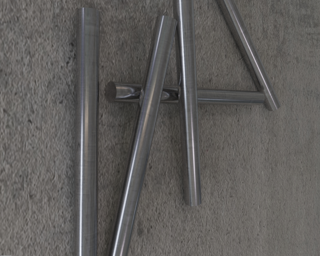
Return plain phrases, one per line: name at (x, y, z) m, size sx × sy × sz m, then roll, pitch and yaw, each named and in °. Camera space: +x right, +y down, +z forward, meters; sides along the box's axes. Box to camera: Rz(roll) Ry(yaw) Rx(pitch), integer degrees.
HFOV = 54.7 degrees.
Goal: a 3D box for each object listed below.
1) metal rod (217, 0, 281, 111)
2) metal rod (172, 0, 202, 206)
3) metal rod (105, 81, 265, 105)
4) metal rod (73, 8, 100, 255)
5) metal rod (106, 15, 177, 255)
metal rod at (0.139, -0.152, 0.520) m, size 0.025 × 0.025 × 0.299 m, roll -49°, pitch 119°, yaw -29°
metal rod at (0.036, -0.036, 0.402) m, size 0.025 × 0.025 × 0.298 m, roll -19°, pitch 112°, yaw -39°
metal rod at (0.059, -0.047, 0.453) m, size 0.302 × 0.025 × 0.025 m, roll -3°, pitch 92°, yaw -40°
metal rod at (-0.080, 0.022, 0.337) m, size 0.025 × 0.025 × 0.298 m, roll 1°, pitch 90°, yaw -40°
metal rod at (-0.023, 0.020, 0.361) m, size 0.025 × 0.025 × 0.298 m, roll 12°, pitch 90°, yaw -40°
